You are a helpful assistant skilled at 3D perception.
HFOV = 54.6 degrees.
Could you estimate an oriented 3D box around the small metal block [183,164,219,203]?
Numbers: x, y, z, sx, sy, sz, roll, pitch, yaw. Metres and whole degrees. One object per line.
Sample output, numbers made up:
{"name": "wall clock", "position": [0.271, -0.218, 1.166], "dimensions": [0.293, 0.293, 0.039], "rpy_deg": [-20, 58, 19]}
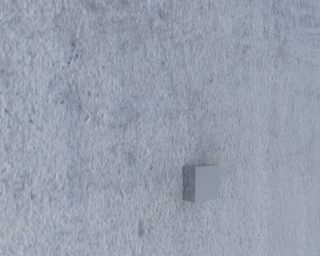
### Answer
{"name": "small metal block", "position": [0.060, 0.080, 0.454], "dimensions": [0.050, 0.025, 0.050], "rpy_deg": [1, 90, -40]}
